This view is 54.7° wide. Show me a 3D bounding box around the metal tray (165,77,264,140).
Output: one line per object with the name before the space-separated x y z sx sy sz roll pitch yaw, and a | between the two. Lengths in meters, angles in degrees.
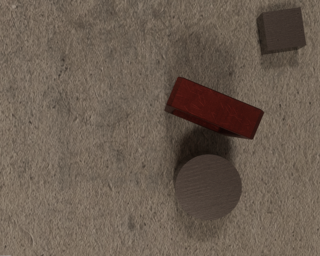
metal tray | 0.053 -0.020 0.358 0.090 0.130 0.030 22 90 -1

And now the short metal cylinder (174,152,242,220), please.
short metal cylinder | 0.059 0.071 0.398 0.081 0.050 0.079 0 90 -1

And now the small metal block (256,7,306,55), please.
small metal block | 0.161 -0.128 0.412 0.050 0.025 0.050 -8 90 -1
